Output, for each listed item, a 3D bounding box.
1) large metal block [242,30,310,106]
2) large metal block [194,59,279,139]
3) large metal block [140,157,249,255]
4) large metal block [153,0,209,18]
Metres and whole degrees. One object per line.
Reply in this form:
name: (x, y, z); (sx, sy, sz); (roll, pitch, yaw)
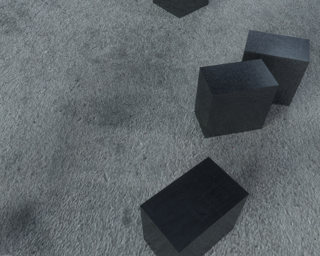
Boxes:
large metal block: (0.156, -0.084, 0.439); (0.080, 0.080, 0.050); (13, 51, 11)
large metal block: (0.093, -0.037, 0.399); (0.081, 0.080, 0.050); (-9, 51, -8)
large metal block: (0.030, 0.086, 0.295); (0.081, 0.080, 0.050); (-31, 57, -24)
large metal block: (0.042, -0.270, 0.614); (0.080, 0.050, 0.080); (-34, 58, -25)
